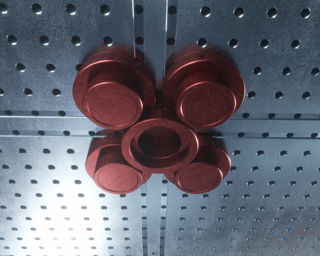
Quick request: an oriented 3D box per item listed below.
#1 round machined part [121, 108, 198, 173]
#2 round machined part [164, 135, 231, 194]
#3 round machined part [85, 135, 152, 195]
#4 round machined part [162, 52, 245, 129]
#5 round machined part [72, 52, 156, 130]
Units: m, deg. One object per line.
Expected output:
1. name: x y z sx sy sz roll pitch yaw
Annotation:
1. round machined part: -0.001 0.013 0.409 0.099 0.042 0.097 -1 130 0
2. round machined part: 0.054 0.059 0.451 0.099 0.042 0.097 -1 130 0
3. round machined part: -0.059 0.060 0.451 0.099 0.042 0.097 -1 130 0
4. round machined part: 0.052 -0.037 0.369 0.099 0.042 0.097 -1 130 0
5. round machined part: -0.054 -0.036 0.368 0.099 0.042 0.097 -1 130 0
